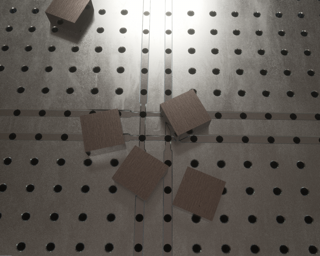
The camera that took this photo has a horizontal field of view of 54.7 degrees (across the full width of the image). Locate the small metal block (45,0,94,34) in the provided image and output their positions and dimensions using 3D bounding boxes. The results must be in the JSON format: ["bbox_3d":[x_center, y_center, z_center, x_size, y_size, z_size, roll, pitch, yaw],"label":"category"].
[{"bbox_3d":[-0.138,-0.180,0.476,0.050,0.025,0.050,23,71,7],"label":"small metal block"}]

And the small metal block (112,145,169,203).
[{"bbox_3d":[-0.024,0.058,0.390,0.050,0.025,0.050,31,73,10],"label":"small metal block"}]

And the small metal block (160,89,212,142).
[{"bbox_3d":[0.034,-0.017,0.418,0.050,0.025,0.050,-25,72,-9],"label":"small metal block"}]

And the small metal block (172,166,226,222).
[{"bbox_3d":[0.047,0.082,0.382,0.050,0.025,0.050,22,71,7],"label":"small metal block"}]

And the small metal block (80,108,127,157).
[{"bbox_3d":[-0.075,0.006,0.409,0.050,0.025,0.050,-12,71,-5],"label":"small metal block"}]
